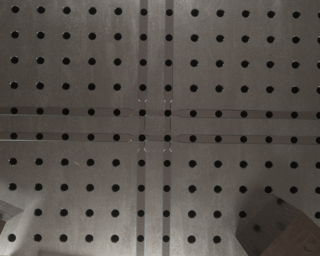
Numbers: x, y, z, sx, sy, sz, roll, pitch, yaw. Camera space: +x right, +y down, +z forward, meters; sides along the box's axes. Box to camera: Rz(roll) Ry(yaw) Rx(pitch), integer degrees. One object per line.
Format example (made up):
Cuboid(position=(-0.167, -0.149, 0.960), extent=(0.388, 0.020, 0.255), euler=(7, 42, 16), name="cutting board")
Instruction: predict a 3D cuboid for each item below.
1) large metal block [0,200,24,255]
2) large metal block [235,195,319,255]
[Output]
Cuboid(position=(-0.239, 0.133, 0.398), extent=(0.080, 0.050, 0.080), euler=(24, 90, -1), name="large metal block")
Cuboid(position=(0.150, 0.139, 0.388), extent=(0.050, 0.080, 0.080), euler=(44, 90, -1), name="large metal block")
